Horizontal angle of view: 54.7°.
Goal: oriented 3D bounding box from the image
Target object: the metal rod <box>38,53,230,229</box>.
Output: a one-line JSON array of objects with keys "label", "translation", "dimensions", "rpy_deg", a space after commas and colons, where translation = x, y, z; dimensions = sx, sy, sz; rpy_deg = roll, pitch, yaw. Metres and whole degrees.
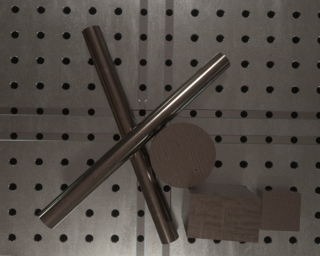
[{"label": "metal rod", "translation": [-0.024, 0.009, 0.389], "dimensions": [0.301, 0.025, 0.025], "rpy_deg": [-42, 90, -10]}]

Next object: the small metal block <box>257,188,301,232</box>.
[{"label": "small metal block", "translation": [0.158, 0.109, 0.416], "dimensions": [0.050, 0.025, 0.050], "rpy_deg": [3, 90, -1]}]

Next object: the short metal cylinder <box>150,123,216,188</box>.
[{"label": "short metal cylinder", "translation": [0.027, 0.033, 0.400], "dimensions": [0.081, 0.050, 0.079], "rpy_deg": [0, 89, -2]}]

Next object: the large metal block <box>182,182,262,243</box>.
[{"label": "large metal block", "translation": [0.072, 0.101, 0.387], "dimensions": [0.081, 0.080, 0.050], "rpy_deg": [5, 90, -1]}]

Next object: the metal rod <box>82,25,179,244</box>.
[{"label": "metal rod", "translation": [-0.039, 0.009, 0.412], "dimensions": [0.025, 0.025, 0.299], "rpy_deg": [-21, 90, 0]}]
